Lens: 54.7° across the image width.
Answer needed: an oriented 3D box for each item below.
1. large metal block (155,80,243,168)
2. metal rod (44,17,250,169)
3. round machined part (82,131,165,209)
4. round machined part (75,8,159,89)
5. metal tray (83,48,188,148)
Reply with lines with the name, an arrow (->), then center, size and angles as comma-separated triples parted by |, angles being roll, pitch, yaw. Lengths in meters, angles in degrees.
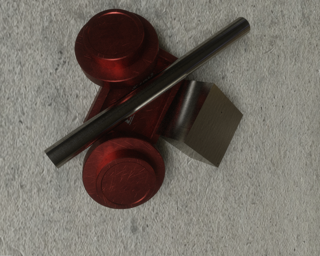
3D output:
large metal block -> 0.053, -0.005, 0.402 | 0.080, 0.050, 0.080 | 36, 77, -41
metal rod -> -0.002, -0.052, 0.378 | 0.301, 0.025, 0.025 | -37, 102, -16
round machined part -> -0.041, 0.056, 0.368 | 0.099, 0.042, 0.097 | -4, 111, -11
round machined part -> -0.051, -0.098, 0.361 | 0.099, 0.042, 0.098 | 0, 71, 1
metal tray -> -0.029, -0.043, 0.397 | 0.090, 0.030, 0.130 | 26, 81, -18
